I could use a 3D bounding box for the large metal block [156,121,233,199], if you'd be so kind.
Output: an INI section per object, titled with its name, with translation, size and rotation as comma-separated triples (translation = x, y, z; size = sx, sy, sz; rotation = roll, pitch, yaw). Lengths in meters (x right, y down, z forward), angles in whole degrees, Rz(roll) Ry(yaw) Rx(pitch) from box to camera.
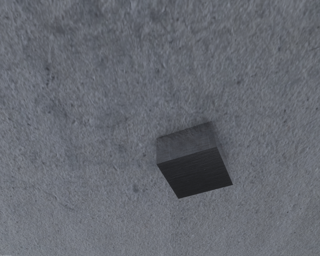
[large metal block]
translation = 0.048, 0.046, 0.431
size = 0.080, 0.050, 0.080
rotation = -18, 128, 14
